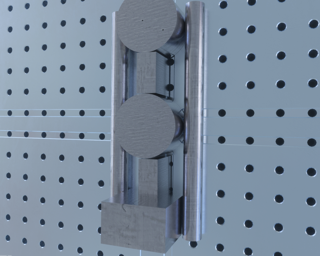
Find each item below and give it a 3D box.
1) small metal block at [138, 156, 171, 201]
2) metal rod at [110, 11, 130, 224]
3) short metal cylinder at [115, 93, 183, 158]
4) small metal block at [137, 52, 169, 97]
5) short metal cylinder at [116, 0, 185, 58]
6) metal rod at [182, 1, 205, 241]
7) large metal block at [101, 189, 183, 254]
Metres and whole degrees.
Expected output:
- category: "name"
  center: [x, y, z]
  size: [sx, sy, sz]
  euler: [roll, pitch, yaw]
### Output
- category: "small metal block"
  center: [-0.006, 0.063, 0.400]
  size: [0.025, 0.050, 0.050]
  euler: [0, 90, 20]
- category: "metal rod"
  center: [-0.056, -0.009, 0.431]
  size: [0.025, 0.025, 0.298]
  euler: [1, 90, 20]
- category: "short metal cylinder"
  center: [-0.011, -0.003, 0.403]
  size: [0.080, 0.050, 0.080]
  euler: [0, 90, 20]
- category: "small metal block"
  center: [-0.008, -0.068, 0.401]
  size: [0.025, 0.050, 0.050]
  euler: [1, 90, 20]
- category: "short metal cylinder"
  center: [-0.009, -0.132, 0.402]
  size: [0.080, 0.050, 0.080]
  euler: [0, 90, 20]
- category: "metal rod"
  center: [0.043, -0.008, 0.396]
  size: [0.025, 0.025, 0.298]
  euler: [1, 90, 20]
- category: "large metal block"
  center: [-0.018, 0.112, 0.390]
  size: [0.080, 0.080, 0.050]
  euler: [1, 91, 20]
